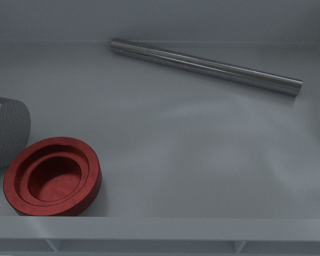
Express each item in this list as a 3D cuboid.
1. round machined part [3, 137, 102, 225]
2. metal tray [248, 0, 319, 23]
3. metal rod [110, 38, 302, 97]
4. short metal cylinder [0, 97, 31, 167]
[{"bbox_3d":[-0.114,0.060,0.342,0.099,0.042,0.098,0,50,0],"label":"round machined part"},{"bbox_3d":[0.239,-0.230,0.563,0.130,0.030,0.090,4,39,32],"label":"metal tray"},{"bbox_3d":[0.064,-0.099,0.488,0.301,0.025,0.025,16,52,12],"label":"metal rod"},{"bbox_3d":[-0.199,0.001,0.366,0.050,0.080,0.080,11,51,9],"label":"short metal cylinder"}]
